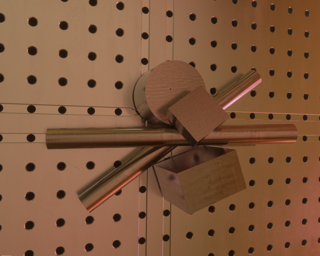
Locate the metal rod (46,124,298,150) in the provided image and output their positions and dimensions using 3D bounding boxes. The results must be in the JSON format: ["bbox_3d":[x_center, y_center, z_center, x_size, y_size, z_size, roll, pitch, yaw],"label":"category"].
[{"bbox_3d":[0.020,0.010,0.379,0.302,0.025,0.025,-1,91,-7],"label":"metal rod"}]

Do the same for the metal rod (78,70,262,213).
[{"bbox_3d":[0.025,0.009,0.419,0.301,0.025,0.025,-36,102,-17],"label":"metal rod"}]

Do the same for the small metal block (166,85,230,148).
[{"bbox_3d":[0.043,-0.014,0.363,0.050,0.025,0.050,-37,79,-16],"label":"small metal block"}]

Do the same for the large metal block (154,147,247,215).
[{"bbox_3d":[0.048,0.061,0.397,0.081,0.080,0.050,-19,97,-19],"label":"large metal block"}]

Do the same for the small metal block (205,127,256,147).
[{"bbox_3d":[0.097,0.012,0.432,0.050,0.050,0.025,0,90,-19],"label":"small metal block"}]

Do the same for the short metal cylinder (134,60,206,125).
[{"bbox_3d":[0.012,-0.043,0.400,0.081,0.050,0.079,0,89,-20],"label":"short metal cylinder"}]
